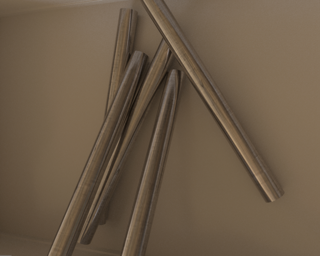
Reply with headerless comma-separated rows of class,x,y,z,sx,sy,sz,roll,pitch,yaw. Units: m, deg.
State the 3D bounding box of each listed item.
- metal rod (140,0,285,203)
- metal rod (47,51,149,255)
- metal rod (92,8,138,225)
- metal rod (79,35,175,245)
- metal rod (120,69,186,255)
metal rod,0.057,-0.047,0.373,0.025,0.025,0.299,-32,86,17
metal rod,-0.074,0.037,0.377,0.025,0.025,0.299,13,72,19
metal rod,-0.066,-0.013,0.433,0.025,0.025,0.298,10,93,19
metal rod,-0.043,0.014,0.410,0.025,0.025,0.299,25,92,18
metal rod,-0.011,0.065,0.347,0.025,0.025,0.299,5,66,20
